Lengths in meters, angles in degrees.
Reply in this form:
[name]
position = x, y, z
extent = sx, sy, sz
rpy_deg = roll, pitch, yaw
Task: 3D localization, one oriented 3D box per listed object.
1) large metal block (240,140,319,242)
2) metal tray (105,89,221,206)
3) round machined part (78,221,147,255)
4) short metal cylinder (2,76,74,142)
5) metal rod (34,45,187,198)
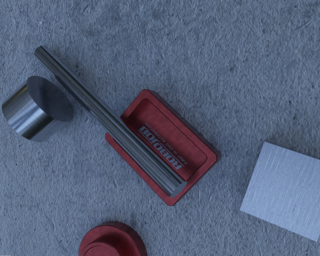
[large metal block]
position = 0.143, 0.065, 0.345
extent = 0.080, 0.050, 0.080
rpy_deg = 20, 96, 18
[metal tray]
position = 0.002, 0.024, 0.404
extent = 0.130, 0.030, 0.090
rpy_deg = 45, 103, 14
[round machined part]
position = -0.070, 0.182, 0.423
extent = 0.098, 0.042, 0.097
rpy_deg = 0, 90, 19
[short metal cylinder]
position = -0.171, -0.027, 0.438
extent = 0.050, 0.080, 0.080
rpy_deg = -36, 79, 16
[metal rod]
position = -0.079, -0.023, 0.407
extent = 0.300, 0.025, 0.025
rpy_deg = 42, 103, 25
